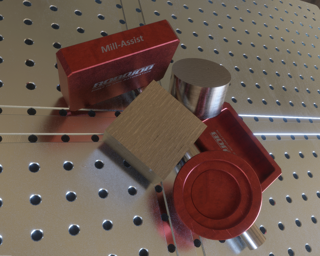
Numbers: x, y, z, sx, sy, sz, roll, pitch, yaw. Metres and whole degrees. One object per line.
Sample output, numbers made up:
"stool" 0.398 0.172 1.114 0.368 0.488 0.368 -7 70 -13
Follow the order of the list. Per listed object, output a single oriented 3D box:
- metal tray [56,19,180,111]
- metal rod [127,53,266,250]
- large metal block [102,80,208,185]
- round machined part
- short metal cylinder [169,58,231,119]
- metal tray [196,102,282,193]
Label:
"metal tray" -0.049 -0.071 0.361 0.131 0.090 0.030 -23 76 -21
"metal rod" 0.033 0.023 0.407 0.025 0.025 0.299 -28 77 -37
"large metal block" -0.008 0.006 0.356 0.080 0.050 0.080 41 69 -1
"round machined part" 0.064 0.077 0.362 0.099 0.042 0.098 0 78 1
"short metal cylinder" 0.053 -0.056 0.432 0.081 0.050 0.080 5 39 -4
"metal tray" 0.100 0.034 0.433 0.091 0.030 0.130 -28 77 -37
